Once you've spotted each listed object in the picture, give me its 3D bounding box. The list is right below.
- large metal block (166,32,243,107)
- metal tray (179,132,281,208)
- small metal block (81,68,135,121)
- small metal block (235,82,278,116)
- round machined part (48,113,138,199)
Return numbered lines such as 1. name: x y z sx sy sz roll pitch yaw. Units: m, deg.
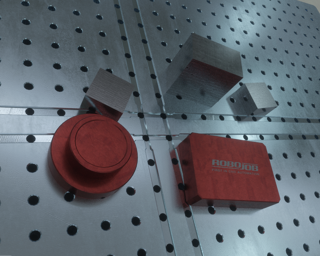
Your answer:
1. large metal block: 0.063 -0.082 0.459 0.081 0.080 0.050 16 55 -20
2. metal tray: 0.095 0.059 0.422 0.131 0.030 0.090 9 58 -24
3. small metal block: -0.066 -0.042 0.399 0.050 0.025 0.050 27 52 -12
4. small metal block: 0.166 -0.050 0.531 0.050 0.025 0.050 -7 66 -32
5. round machined part: -0.070 0.025 0.345 0.099 0.042 0.098 14 56 -21
